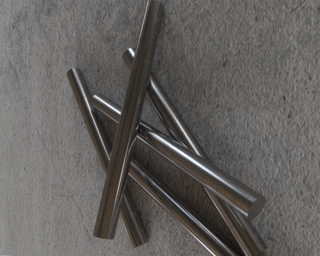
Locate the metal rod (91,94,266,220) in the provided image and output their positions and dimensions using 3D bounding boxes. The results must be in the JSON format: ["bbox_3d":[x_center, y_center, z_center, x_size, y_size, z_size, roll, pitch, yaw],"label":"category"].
[{"bbox_3d":[-0.005,0.015,0.382,0.300,0.025,0.025,32,110,44],"label":"metal rod"}]

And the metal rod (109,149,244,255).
[{"bbox_3d":[0.036,0.111,0.375,0.300,0.025,0.025,37,113,33],"label":"metal rod"}]

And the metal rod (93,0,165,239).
[{"bbox_3d":[-0.036,-0.018,0.385,0.025,0.025,0.299,3,77,40],"label":"metal rod"}]

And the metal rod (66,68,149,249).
[{"bbox_3d":[-0.086,0.034,0.476,0.025,0.025,0.299,-39,67,33],"label":"metal rod"}]

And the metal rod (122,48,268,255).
[{"bbox_3d":[0.029,0.013,0.380,0.025,0.025,0.299,-46,63,30],"label":"metal rod"}]
